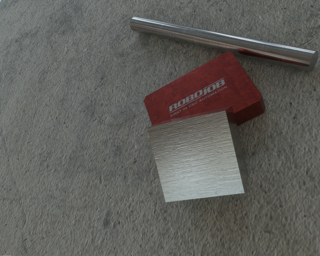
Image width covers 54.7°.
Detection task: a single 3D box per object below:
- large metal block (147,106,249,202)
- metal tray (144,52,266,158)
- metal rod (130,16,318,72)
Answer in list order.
[{"bbox_3d":[0.042,0.026,0.325,0.080,0.050,0.080,-12,94,21],"label":"large metal block"},{"bbox_3d":[0.052,-0.030,0.391,0.130,0.030,0.090,-28,52,10],"label":"metal tray"},{"bbox_3d":[0.067,-0.128,0.445,0.300,0.025,0.025,25,75,36],"label":"metal rod"}]
